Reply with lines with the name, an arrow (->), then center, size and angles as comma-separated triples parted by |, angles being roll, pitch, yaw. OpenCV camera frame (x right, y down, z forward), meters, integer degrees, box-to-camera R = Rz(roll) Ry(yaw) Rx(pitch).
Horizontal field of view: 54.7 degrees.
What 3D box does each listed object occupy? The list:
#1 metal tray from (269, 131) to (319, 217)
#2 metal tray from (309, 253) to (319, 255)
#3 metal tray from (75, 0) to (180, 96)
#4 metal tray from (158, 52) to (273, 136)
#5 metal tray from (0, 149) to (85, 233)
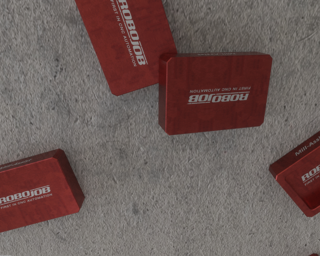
metal tray -> 0.232, 0.054, 0.428 | 0.130, 0.030, 0.090 | -39, 106, 13
metal tray -> 0.229, 0.275, 0.511 | 0.130, 0.030, 0.090 | -38, 106, 12
metal tray -> -0.034, -0.113, 0.365 | 0.090, 0.030, 0.129 | -17, 109, 6
metal tray -> 0.065, -0.043, 0.372 | 0.131, 0.030, 0.089 | -5, 112, -16
metal tray -> -0.185, 0.090, 0.438 | 0.131, 0.030, 0.090 | -16, 110, 5
